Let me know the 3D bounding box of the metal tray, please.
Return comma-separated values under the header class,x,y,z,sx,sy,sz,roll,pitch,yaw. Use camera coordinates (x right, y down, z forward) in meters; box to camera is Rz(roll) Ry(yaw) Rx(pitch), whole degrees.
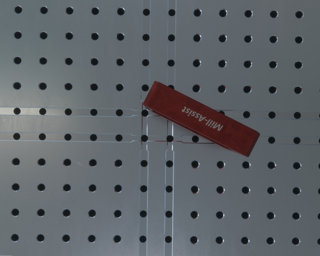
class,x,y,z,sx,sy,sz,roll,pitch,yaw
metal tray,0.046,-0.010,0.381,0.130,0.090,0.030,27,90,0
